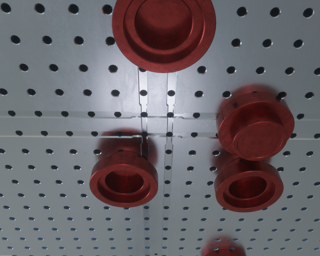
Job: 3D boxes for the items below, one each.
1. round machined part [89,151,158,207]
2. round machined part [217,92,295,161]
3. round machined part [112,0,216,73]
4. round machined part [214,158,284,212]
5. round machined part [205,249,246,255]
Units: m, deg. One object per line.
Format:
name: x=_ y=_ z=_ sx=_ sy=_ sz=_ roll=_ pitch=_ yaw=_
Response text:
round machined part: x=-0.052 y=0.072 z=0.461 sx=0.099 sy=0.042 sz=0.097 roll=0 pitch=130 yaw=0
round machined part: x=0.126 y=0.005 z=0.406 sx=0.099 sy=0.042 sz=0.097 roll=0 pitch=130 yaw=0
round machined part: x=0.004 y=-0.108 z=0.309 sx=0.099 sy=0.042 sz=0.097 roll=0 pitch=130 yaw=0
round machined part: x=0.131 y=0.082 z=0.471 sx=0.099 sy=0.042 sz=0.097 roll=0 pitch=130 yaw=0
round machined part: x=0.139 y=0.302 z=0.658 sx=0.099 sy=0.042 sz=0.097 roll=0 pitch=130 yaw=0
